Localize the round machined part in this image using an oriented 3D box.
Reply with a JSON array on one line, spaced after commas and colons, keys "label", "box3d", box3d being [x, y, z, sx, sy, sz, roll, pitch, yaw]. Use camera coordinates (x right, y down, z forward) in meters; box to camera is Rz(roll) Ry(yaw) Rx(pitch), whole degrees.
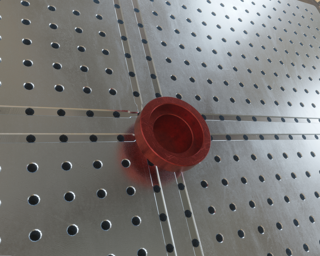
[{"label": "round machined part", "box3d": [0.013, 0.011, 0.399, 0.099, 0.042, 0.098, 14, 56, -21]}]
